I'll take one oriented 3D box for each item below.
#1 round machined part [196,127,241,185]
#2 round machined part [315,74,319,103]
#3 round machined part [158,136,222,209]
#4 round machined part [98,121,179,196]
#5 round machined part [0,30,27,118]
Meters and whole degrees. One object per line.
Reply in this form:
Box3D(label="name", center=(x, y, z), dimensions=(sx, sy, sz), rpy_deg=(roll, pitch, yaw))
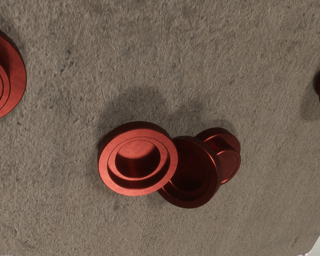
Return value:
Box3D(label="round machined part", center=(0.084, 0.051, 0.476), dimensions=(0.099, 0.042, 0.097), rpy_deg=(-14, 125, -21))
Box3D(label="round machined part", center=(0.303, -0.076, 0.518), dimensions=(0.099, 0.042, 0.097), rpy_deg=(-14, 125, -21))
Box3D(label="round machined part", center=(0.039, 0.058, 0.431), dimensions=(0.042, 0.098, 0.097), rpy_deg=(-23, 138, -61))
Box3D(label="round machined part", center=(-0.029, 0.035, 0.393), dimensions=(0.099, 0.042, 0.097), rpy_deg=(-6, 117, -11))
Box3D(label="round machined part", center=(-0.172, -0.045, 0.275), dimensions=(0.099, 0.042, 0.097), rpy_deg=(-14, 125, -21))
